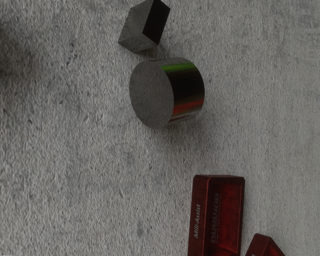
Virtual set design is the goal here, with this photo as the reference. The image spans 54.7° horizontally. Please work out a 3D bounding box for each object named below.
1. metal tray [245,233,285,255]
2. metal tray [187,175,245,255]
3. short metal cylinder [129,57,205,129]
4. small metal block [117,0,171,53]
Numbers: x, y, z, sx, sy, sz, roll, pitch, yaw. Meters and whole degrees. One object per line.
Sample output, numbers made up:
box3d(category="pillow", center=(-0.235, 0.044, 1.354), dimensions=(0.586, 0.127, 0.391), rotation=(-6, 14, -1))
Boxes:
box3d(category="metal tray", center=(0.176, 0.268, 0.548), dimensions=(0.090, 0.030, 0.130), rotation=(51, 60, -28))
box3d(category="metal tray", center=(0.088, 0.138, 0.475), dimensions=(0.091, 0.030, 0.129), rotation=(8, 85, -40))
box3d(category="short metal cylinder", center=(0.007, -0.043, 0.375), dimensions=(0.050, 0.080, 0.079), rotation=(-17, 101, -39))
box3d(category="small metal block", center=(-0.020, -0.123, 0.372), dimensions=(0.025, 0.050, 0.050), rotation=(28, 73, -37))
